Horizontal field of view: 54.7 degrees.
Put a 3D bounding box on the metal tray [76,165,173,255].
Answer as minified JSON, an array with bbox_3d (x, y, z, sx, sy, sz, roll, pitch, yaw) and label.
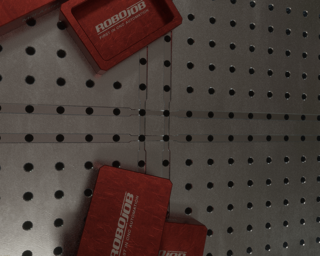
[{"bbox_3d":[-0.043,0.117,0.371,0.091,0.030,0.130,14,75,-5],"label":"metal tray"}]

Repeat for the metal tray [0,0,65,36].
[{"bbox_3d":[-0.162,-0.172,0.350,0.131,0.030,0.090,-35,102,-17],"label":"metal tray"}]

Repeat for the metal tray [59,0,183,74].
[{"bbox_3d":[-0.047,-0.139,0.393,0.131,0.030,0.090,-37,102,-17],"label":"metal tray"}]

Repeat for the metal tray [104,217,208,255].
[{"bbox_3d":[-0.008,0.164,0.409,0.131,0.030,0.090,12,86,-20],"label":"metal tray"}]
